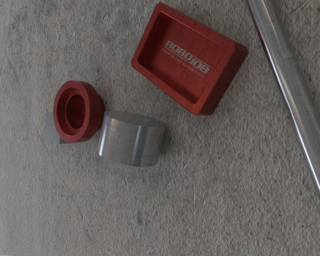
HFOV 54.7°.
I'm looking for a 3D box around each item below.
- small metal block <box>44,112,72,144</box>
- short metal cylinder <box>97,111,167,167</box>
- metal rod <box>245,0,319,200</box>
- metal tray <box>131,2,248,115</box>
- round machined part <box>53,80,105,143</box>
[{"bbox_3d":[-0.181,-0.001,0.555,0.050,0.025,0.050,11,97,39],"label":"small metal block"},{"bbox_3d":[-0.036,0.012,0.399,0.080,0.081,0.050,21,103,38],"label":"short metal cylinder"},{"bbox_3d":[0.120,-0.066,0.305,0.025,0.025,0.299,-25,74,37],"label":"metal rod"},{"bbox_3d":[0.029,-0.085,0.377,0.130,0.030,0.089,41,115,32],"label":"metal tray"},{"bbox_3d":[-0.126,-0.026,0.498,0.098,0.042,0.097,0,90,40],"label":"round machined part"}]
